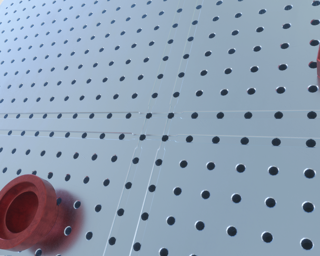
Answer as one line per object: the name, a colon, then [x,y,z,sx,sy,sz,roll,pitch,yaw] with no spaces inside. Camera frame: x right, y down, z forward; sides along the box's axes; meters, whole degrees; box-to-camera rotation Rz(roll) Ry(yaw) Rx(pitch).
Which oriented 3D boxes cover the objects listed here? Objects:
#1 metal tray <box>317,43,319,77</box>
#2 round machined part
metal tray: [0.238,-0.116,0.351,0.090,0.030,0.130,8,65,31]
round machined part: [-0.179,0.115,0.418,0.098,0.042,0.098,-13,56,20]
